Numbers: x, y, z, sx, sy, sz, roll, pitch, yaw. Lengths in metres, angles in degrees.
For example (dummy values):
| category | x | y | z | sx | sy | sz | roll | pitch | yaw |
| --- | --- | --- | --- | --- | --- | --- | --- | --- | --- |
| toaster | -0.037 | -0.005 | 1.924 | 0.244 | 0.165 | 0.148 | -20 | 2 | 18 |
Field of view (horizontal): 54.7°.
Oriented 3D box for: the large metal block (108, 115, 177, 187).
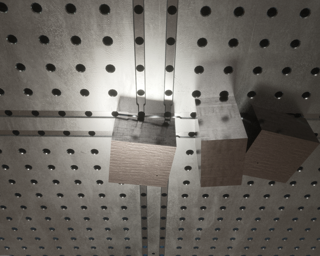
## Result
| category | x | y | z | sx | sy | sz | roll | pitch | yaw |
| --- | --- | --- | --- | --- | --- | --- | --- | --- | --- |
| large metal block | -0.025 | 0.033 | 0.423 | 0.081 | 0.050 | 0.079 | 6 | 130 | -6 |

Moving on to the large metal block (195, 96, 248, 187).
| category | x | y | z | sx | sy | sz | roll | pitch | yaw |
| --- | --- | --- | --- | --- | --- | --- | --- | --- | --- |
| large metal block | 0.073 | 0.017 | 0.391 | 0.050 | 0.080 | 0.079 | -4 | 130 | 3 |

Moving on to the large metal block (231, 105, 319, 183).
| category | x | y | z | sx | sy | sz | roll | pitch | yaw |
| --- | --- | --- | --- | --- | --- | --- | --- | --- | --- |
| large metal block | 0.147 | 0.023 | 0.418 | 0.081 | 0.050 | 0.079 | 12 | 129 | -11 |
